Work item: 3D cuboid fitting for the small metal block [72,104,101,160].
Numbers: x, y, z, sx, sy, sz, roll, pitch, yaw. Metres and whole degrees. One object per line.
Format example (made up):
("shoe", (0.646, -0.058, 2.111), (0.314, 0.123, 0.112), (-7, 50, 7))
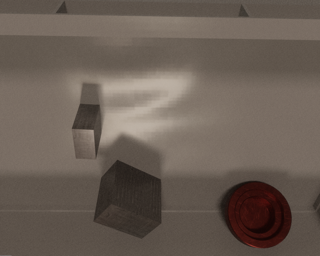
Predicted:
("small metal block", (-0.092, 0.004, 0.395), (0.025, 0.050, 0.050), (3, 130, -3))

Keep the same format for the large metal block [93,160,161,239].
("large metal block", (-0.046, 0.106, 0.463), (0.080, 0.080, 0.050), (28, 124, -22))

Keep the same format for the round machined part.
("round machined part", (0.151, 0.138, 0.490), (0.099, 0.098, 0.042), (2, 160, -2))
